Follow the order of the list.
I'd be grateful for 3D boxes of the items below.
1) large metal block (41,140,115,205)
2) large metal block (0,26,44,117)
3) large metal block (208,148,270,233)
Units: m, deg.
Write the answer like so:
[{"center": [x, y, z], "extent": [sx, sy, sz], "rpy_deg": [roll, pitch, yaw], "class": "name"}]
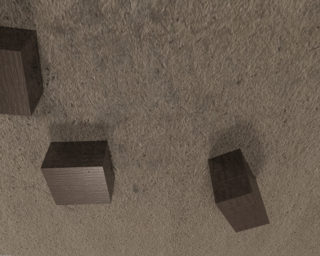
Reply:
[{"center": [-0.113, 0.065, 0.445], "extent": [0.081, 0.050, 0.079], "rpy_deg": [-2, 130, 1], "class": "large metal block"}, {"center": [-0.178, -0.063, 0.335], "extent": [0.081, 0.050, 0.079], "rpy_deg": [6, 130, -6], "class": "large metal block"}, {"center": [0.113, 0.091, 0.450], "extent": [0.050, 0.080, 0.080], "rpy_deg": [-22, 127, 17], "class": "large metal block"}]
